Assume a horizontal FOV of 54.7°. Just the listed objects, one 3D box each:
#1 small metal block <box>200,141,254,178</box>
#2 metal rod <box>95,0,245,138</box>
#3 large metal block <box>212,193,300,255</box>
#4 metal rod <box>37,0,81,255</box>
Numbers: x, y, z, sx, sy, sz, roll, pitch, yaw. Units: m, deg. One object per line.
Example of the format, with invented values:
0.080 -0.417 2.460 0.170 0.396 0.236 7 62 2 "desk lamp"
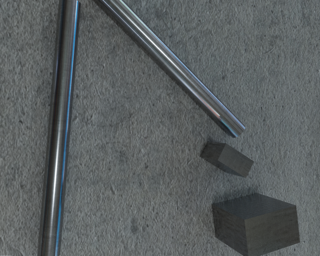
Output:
0.092 0.043 0.430 0.050 0.050 0.025 32 80 -17 "small metal block"
0.008 -0.093 0.411 0.300 0.025 0.025 43 77 -15 "metal rod"
0.129 0.130 0.428 0.081 0.080 0.050 -8 93 -20 "large metal block"
-0.118 -0.001 0.365 0.025 0.025 0.298 5 88 -20 "metal rod"
